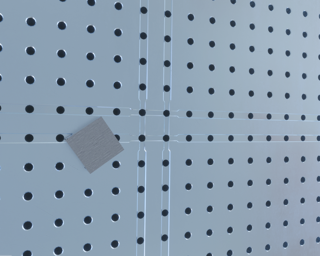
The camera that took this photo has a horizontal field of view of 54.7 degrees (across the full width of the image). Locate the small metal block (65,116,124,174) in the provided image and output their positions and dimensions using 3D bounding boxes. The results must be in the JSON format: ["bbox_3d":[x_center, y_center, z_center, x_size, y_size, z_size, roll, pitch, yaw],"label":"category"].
[{"bbox_3d":[-0.081,0.020,0.383,0.050,0.025,0.050,-36,102,-17],"label":"small metal block"}]
